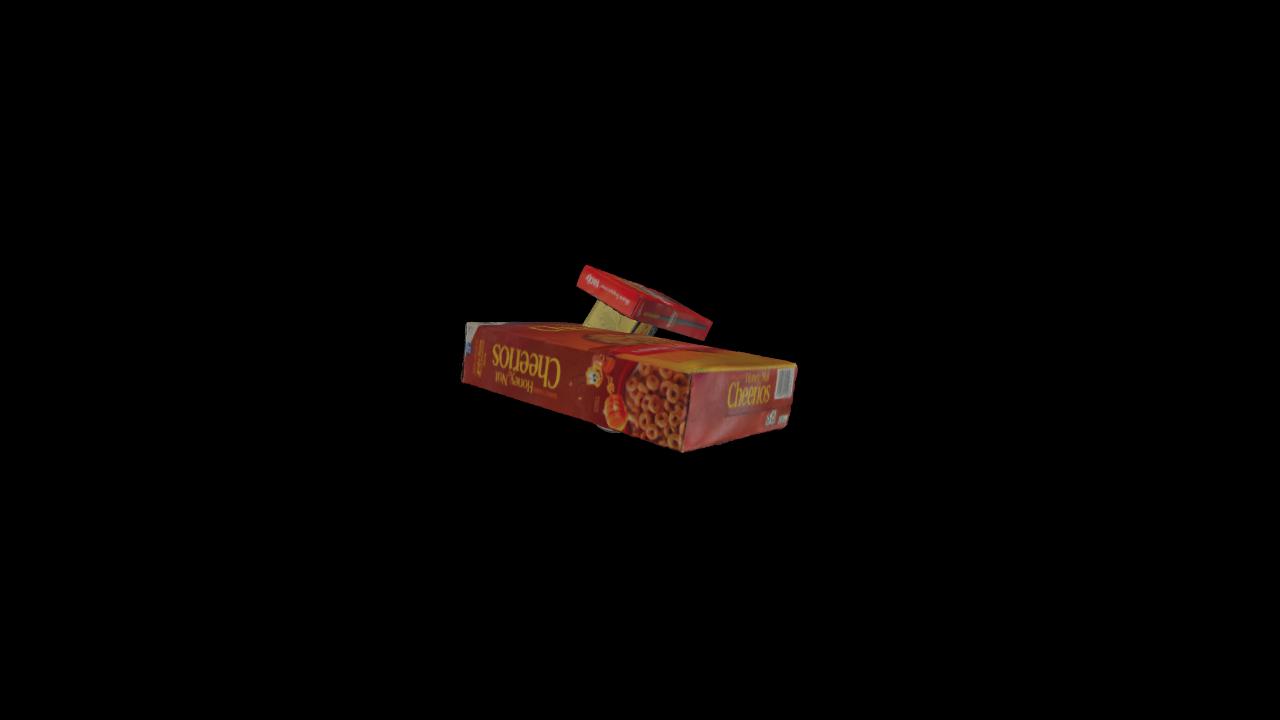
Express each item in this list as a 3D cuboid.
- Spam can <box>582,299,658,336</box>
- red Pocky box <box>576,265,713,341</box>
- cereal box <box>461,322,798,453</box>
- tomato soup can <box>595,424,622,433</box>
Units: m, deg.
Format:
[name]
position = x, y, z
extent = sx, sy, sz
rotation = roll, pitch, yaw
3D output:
[Spam can]
position = -0.027, -0.030, 0.743
extent = 0.058, 0.101, 0.085
rotation = 34, 5, 19
[red Pocky box]
position = 0.010, -0.059, 0.662
extent = 0.083, 0.028, 0.155
rotation = 34, 13, 32
[cereal box]
position = -0.018, 0.013, 0.658
extent = 0.306, 0.081, 0.203
rotation = 13, 9, 38
[tomato soup can]
position = -0.029, 0.031, 0.708
extent = 0.068, 0.068, 0.101
rotation = 0, -38, 1
